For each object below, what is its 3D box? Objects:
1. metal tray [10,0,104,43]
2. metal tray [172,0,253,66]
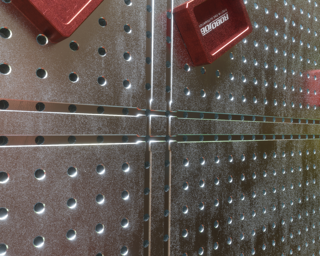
[{"bbox_3d":[-0.097,-0.166,0.323,0.090,0.030,0.130,47,62,-30],"label":"metal tray"},{"bbox_3d":[0.085,-0.163,0.475,0.131,0.030,0.090,-40,115,-32],"label":"metal tray"}]
